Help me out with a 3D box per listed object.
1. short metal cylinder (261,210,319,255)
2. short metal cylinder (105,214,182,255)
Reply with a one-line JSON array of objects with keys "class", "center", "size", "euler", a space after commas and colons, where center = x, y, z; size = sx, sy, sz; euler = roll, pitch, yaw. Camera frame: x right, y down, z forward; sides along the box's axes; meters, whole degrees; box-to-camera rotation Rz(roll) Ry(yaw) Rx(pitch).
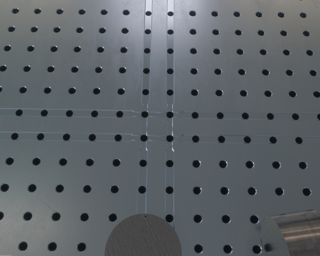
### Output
[{"class": "short metal cylinder", "center": [0.150, 0.133, 0.335], "size": [0.050, 0.080, 0.080], "euler": [-7, 70, -3]}, {"class": "short metal cylinder", "center": [-0.017, 0.139, 0.347], "size": [0.081, 0.050, 0.080], "euler": [0, 70, 0]}]
